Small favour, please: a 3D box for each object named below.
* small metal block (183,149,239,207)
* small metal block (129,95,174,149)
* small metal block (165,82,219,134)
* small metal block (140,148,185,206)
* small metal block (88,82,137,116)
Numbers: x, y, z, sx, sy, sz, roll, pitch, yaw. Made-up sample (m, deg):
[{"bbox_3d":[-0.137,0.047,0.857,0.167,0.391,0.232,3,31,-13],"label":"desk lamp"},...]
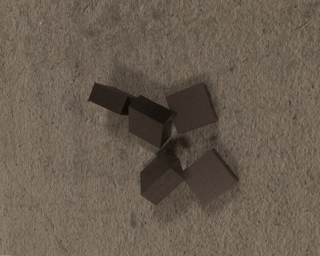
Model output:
[{"bbox_3d":[0.062,0.061,0.387,0.050,0.025,0.050,-40,78,15],"label":"small metal block"},{"bbox_3d":[-0.012,-0.007,0.398,0.050,0.025,0.050,29,144,17],"label":"small metal block"},{"bbox_3d":[0.041,-0.024,0.394,0.050,0.025,0.050,-20,84,18],"label":"small metal block"},{"bbox_3d":[0.001,0.061,0.392,0.025,0.050,0.050,40,105,-20],"label":"small metal block"},{"bbox_3d":[-0.058,-0.038,0.415,0.050,0.050,0.025,24,98,18],"label":"small metal block"}]
